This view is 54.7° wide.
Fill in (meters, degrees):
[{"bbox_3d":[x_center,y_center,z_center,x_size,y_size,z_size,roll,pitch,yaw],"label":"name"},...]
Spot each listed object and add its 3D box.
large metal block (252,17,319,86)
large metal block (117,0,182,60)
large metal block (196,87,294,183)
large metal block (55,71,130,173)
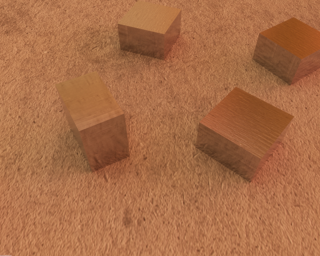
[{"bbox_3d":[0.210,-0.124,0.492,0.081,0.050,0.080,-28,56,-22],"label":"large metal block"},{"bbox_3d":[-0.016,-0.168,0.528,0.080,0.050,0.080,17,52,13],"label":"large metal block"},{"bbox_3d":[0.103,0.006,0.383,0.080,0.050,0.080,33,57,24],"label":"large metal block"},{"bbox_3d":[-0.079,-0.007,0.373,0.050,0.080,0.080,-23,54,-18],"label":"large metal block"}]
